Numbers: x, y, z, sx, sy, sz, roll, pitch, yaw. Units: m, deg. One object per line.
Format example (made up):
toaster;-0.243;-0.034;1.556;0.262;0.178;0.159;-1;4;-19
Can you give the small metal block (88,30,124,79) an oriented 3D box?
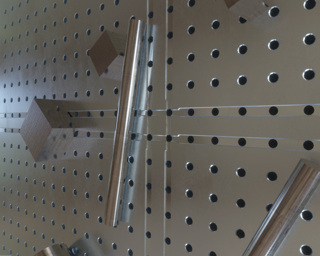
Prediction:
small metal block;-0.078;-0.112;0.474;0.050;0.025;0.050;-40;66;32

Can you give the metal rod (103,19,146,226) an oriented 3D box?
metal rod;-0.052;-0.003;0.452;0.025;0.025;0.298;13;99;39

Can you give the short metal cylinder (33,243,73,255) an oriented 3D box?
short metal cylinder;-0.184;0.244;0.526;0.050;0.081;0.080;48;118;29

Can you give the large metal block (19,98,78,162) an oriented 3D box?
large metal block;-0.203;0.004;0.561;0.080;0.050;0.080;49;119;29

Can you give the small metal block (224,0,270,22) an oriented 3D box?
small metal block;0.084;-0.145;0.324;0.025;0.050;0.050;-33;70;35

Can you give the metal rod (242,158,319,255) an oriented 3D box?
metal rod;0.088;0.166;0.336;0.025;0.025;0.298;36;112;34
